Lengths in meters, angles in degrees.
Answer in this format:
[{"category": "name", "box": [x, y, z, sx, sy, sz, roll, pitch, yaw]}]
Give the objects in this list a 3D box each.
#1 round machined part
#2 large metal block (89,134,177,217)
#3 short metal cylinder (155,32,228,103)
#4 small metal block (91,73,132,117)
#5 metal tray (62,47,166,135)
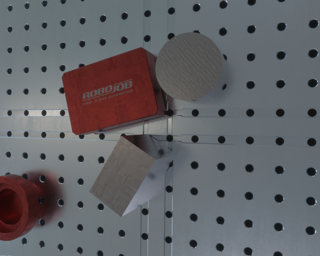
[{"category": "round machined part", "box": [-0.229, 0.121, 0.484, 0.098, 0.042, 0.097, 0, 90, 20]}, {"category": "large metal block", "box": [-0.031, 0.056, 0.394, 0.050, 0.080, 0.080, 34, 101, 17]}, {"category": "short metal cylinder", "box": [0.041, -0.072, 0.385, 0.080, 0.050, 0.079, 0, 90, 20]}, {"category": "small metal block", "box": [-0.063, -0.047, 0.435, 0.050, 0.025, 0.050, -26, 82, 18]}, {"category": "metal tray", "box": [-0.065, -0.047, 0.425, 0.130, 0.030, 0.090, -13, 86, 19]}]
